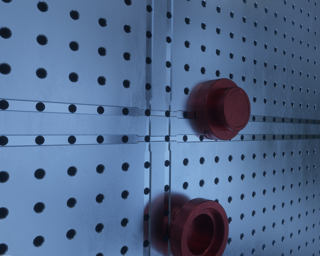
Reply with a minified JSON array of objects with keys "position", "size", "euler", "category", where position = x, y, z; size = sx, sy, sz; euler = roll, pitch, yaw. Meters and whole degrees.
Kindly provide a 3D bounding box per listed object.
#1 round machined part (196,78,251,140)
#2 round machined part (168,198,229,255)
[{"position":[0.105,-0.029,0.484],"size":[0.099,0.042,0.097],"euler":[0,90,-40],"category":"round machined part"},{"position":[0.050,0.148,0.439],"size":[0.099,0.042,0.097],"euler":[0,90,-40],"category":"round machined part"}]
